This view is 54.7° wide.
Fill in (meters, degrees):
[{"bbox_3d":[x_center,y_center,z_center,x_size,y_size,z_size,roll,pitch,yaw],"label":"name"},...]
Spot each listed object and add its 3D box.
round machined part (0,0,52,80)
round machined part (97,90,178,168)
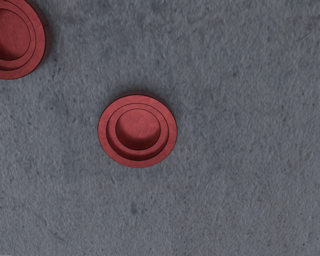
[{"bbox_3d":[-0.175,-0.108,0.358,0.099,0.042,0.097,0,110,-1],"label":"round machined part"},{"bbox_3d":[-0.028,-0.001,0.400,0.099,0.042,0.097,0,110,-1],"label":"round machined part"}]
